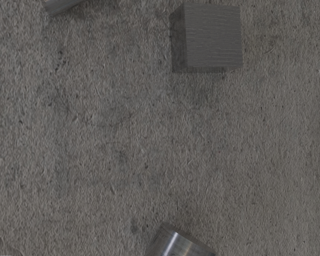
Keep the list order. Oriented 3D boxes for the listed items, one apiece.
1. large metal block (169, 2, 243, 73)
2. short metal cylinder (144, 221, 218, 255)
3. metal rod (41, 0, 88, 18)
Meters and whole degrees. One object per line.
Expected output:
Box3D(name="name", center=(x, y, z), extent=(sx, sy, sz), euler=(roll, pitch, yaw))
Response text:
Box3D(name="large metal block", center=(0.061, -0.118, 0.418), extent=(0.081, 0.050, 0.079), euler=(-4, 92, -20))
Box3D(name="short metal cylinder", center=(0.026, 0.161, 0.390), extent=(0.080, 0.080, 0.050), euler=(33, 80, -17))
Box3D(name="metal rod", center=(-0.014, -0.222, 0.403), extent=(0.301, 0.025, 0.025), euler=(-35, 102, -17))
